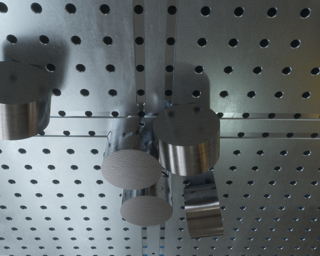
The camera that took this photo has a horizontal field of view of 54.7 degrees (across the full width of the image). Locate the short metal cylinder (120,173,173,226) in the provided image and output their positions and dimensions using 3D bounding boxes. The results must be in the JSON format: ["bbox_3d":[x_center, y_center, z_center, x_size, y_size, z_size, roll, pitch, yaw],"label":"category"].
[{"bbox_3d":[-0.021,0.111,0.490,0.081,0.050,0.079,-1,130,0],"label":"short metal cylinder"}]

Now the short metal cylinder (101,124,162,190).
[{"bbox_3d":[-0.038,0.041,0.430,0.081,0.050,0.079,-1,130,0],"label":"short metal cylinder"}]

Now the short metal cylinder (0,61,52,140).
[{"bbox_3d":[-0.164,-0.032,0.346,0.081,0.080,0.050,12,129,-11],"label":"short metal cylinder"}]

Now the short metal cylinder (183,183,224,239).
[{"bbox_3d":[0.069,0.130,0.487,0.050,0.080,0.080,-10,130,7],"label":"short metal cylinder"}]

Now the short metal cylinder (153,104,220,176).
[{"bbox_3d":[0.034,0.013,0.387,0.080,0.080,0.050,-5,130,4],"label":"short metal cylinder"}]
